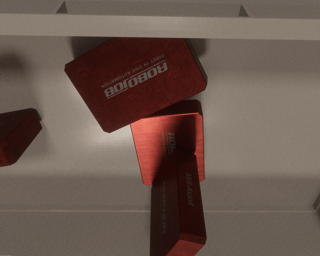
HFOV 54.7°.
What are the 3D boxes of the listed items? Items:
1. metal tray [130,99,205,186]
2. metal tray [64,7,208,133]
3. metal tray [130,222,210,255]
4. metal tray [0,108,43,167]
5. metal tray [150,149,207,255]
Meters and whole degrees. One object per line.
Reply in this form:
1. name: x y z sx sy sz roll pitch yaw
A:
1. metal tray: 0.014 0.025 0.427 0.091 0.030 0.129 -5 130 4
2. metal tray: -0.025 -0.059 0.338 0.130 0.030 0.090 -24 109 18
3. metal tray: 0.019 0.234 0.607 0.130 0.030 0.090 -26 126 20
4. metal tray: -0.222 0.017 0.372 0.131 0.090 0.030 -9 117 6
5. metal tray: 0.018 0.102 0.387 0.030 0.130 0.089 17 128 -14
